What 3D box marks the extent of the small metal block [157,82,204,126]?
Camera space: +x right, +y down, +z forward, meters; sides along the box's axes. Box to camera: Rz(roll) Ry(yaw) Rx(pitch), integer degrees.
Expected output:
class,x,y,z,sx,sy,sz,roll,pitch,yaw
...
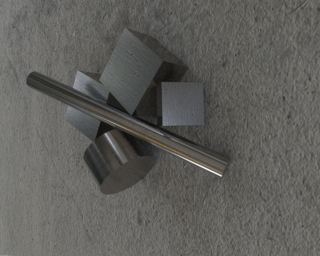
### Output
class,x,y,z,sx,sy,sz,roll,pitch,yaw
small metal block,0.024,-0.028,0.368,0.025,0.050,0.050,175,94,-75

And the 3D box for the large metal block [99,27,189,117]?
class,x,y,z,sx,sy,sz,roll,pitch,yaw
large metal block,-0.024,-0.071,0.406,0.080,0.050,0.080,47,118,29

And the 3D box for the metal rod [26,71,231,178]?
class,x,y,z,sx,sy,sz,roll,pitch,yaw
metal rod,-0.055,-0.013,0.398,0.301,0.025,0.025,24,106,20

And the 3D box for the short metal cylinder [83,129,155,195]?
class,x,y,z,sx,sy,sz,roll,pitch,yaw
short metal cylinder,-0.054,0.044,0.415,0.080,0.081,0.050,-51,60,28

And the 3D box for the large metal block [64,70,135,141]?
class,x,y,z,sx,sy,sz,roll,pitch,yaw
large metal block,-0.091,-0.033,0.465,0.080,0.050,0.079,31,109,35
